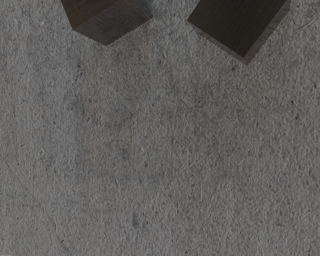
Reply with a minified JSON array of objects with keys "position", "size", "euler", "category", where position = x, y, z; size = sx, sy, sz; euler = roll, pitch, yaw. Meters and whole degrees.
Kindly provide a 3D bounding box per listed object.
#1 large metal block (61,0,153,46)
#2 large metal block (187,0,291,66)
[{"position":[-0.067,-0.158,0.403],"size":[0.080,0.080,0.050],"euler":[-26,82,18],"category":"large metal block"},{"position":[0.092,-0.132,0.363],"size":[0.080,0.050,0.080],"euler":[39,102,15],"category":"large metal block"}]
